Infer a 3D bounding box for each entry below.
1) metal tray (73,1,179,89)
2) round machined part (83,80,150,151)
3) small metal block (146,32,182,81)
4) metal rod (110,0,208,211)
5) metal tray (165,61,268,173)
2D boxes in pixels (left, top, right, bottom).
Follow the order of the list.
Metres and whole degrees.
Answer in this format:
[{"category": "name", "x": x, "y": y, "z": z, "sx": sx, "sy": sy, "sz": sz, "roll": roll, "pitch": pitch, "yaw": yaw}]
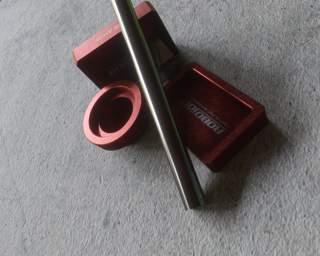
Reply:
[{"category": "metal tray", "x": -0.048, "y": -0.110, "z": 0.454, "sx": 0.130, "sy": 0.090, "sz": 0.030, "roll": -33, "pitch": 52, "yaw": 7}, {"category": "round machined part", "x": -0.054, "y": -0.014, "z": 0.425, "sx": 0.098, "sy": 0.042, "sz": 0.098, "roll": -16, "pitch": 57, "yaw": 26}, {"category": "small metal block", "x": 0.004, "y": -0.100, "z": 0.441, "sx": 0.025, "sy": 0.050, "sz": 0.050, "roll": -38, "pitch": 66, "yaw": 5}, {"category": "metal rod", "x": -0.010, "y": -0.051, "z": 0.372, "sx": 0.025, "sy": 0.025, "sz": 0.299, "roll": -23, "pitch": 75, "yaw": 14}, {"category": "metal tray", "x": 0.053, "y": -0.019, "z": 0.385, "sx": 0.090, "sy": 0.030, "sz": 0.130, "roll": -44, "pitch": 51, "yaw": -3}]
